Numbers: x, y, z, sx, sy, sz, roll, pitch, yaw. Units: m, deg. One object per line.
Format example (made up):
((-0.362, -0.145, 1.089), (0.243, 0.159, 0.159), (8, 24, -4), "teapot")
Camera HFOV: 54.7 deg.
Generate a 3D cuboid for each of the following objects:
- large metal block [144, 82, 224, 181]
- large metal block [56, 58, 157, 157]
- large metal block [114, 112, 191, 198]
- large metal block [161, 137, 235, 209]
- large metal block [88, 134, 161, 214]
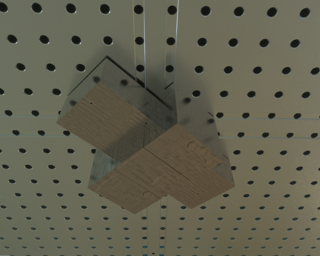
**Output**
((0.028, 0.004, 0.380), (0.050, 0.080, 0.080), (-37, 122, 26), "large metal block")
((-0.061, -0.022, 0.372), (0.080, 0.050, 0.080), (-37, 122, 28), "large metal block")
((-0.009, 0.031, 0.402), (0.050, 0.080, 0.080), (-37, 122, 26), "large metal block")
((0.049, 0.064, 0.451), (0.080, 0.050, 0.080), (-36, 122, 27), "large metal block")
((-0.045, 0.058, 0.425), (0.050, 0.080, 0.080), (-37, 122, 26), "large metal block")
